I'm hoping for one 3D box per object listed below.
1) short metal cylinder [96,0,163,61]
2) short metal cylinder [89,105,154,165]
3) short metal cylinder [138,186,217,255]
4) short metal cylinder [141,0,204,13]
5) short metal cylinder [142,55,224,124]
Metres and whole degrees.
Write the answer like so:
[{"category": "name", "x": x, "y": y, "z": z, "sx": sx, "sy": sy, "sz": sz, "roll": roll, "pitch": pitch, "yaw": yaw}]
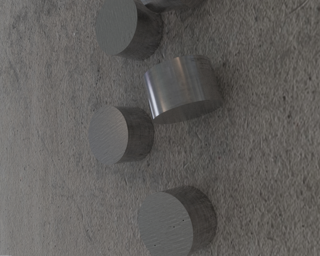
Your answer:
[{"category": "short metal cylinder", "x": -0.042, "y": -0.136, "z": 0.424, "sx": 0.080, "sy": 0.050, "sz": 0.080, "roll": 0, "pitch": 90, "yaw": 40}, {"category": "short metal cylinder", "x": -0.055, "y": 0.009, "z": 0.434, "sx": 0.080, "sy": 0.050, "sz": 0.080, "roll": 0, "pitch": 90, "yaw": 40}, {"category": "short metal cylinder", "x": 0.020, "y": 0.113, "z": 0.372, "sx": 0.080, "sy": 0.050, "sz": 0.080, "roll": 0, "pitch": 90, "yaw": 40}, {"category": "short metal cylinder", "x": 0.014, "y": -0.178, "z": 0.358, "sx": 0.050, "sy": 0.081, "sz": 0.079, "roll": 8, "pitch": 95, "yaw": 40}, {"category": "short metal cylinder", "x": 0.025, "y": -0.040, "z": 0.349, "sx": 0.080, "sy": 0.081, "sz": 0.050, "roll": -23, "pitch": 75, "yaw": 37}]
